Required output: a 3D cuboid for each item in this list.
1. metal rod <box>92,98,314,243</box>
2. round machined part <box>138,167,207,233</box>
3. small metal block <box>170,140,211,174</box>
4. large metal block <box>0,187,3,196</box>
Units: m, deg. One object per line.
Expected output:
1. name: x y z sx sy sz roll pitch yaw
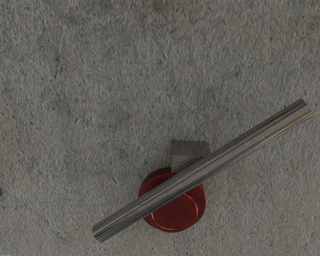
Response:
1. metal rod: 0.042 0.058 0.377 0.300 0.025 0.025 -33 107 11
2. round machined part: 0.017 0.108 0.441 0.099 0.042 0.097 0 110 0
3. small metal block: 0.040 0.038 0.411 0.050 0.050 0.025 3 110 -1
4. large metal block: -0.277 0.075 0.421 0.080 0.050 0.079 -9 110 3
